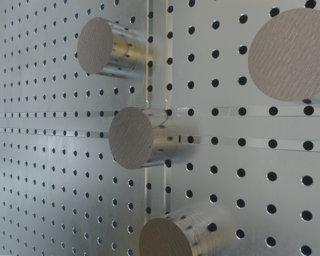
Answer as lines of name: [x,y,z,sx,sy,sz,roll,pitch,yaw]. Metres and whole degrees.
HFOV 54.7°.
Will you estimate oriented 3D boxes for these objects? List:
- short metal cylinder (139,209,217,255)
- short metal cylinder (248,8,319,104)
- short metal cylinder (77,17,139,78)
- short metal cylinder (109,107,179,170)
short metal cylinder: [0.021,0.144,0.376,0.080,0.050,0.079,0,90,40]
short metal cylinder: [0.130,-0.063,0.286,0.080,0.050,0.079,0,90,40]
short metal cylinder: [-0.077,-0.116,0.457,0.080,0.050,0.079,0,90,40]
short metal cylinder: [-0.022,0.013,0.411,0.080,0.050,0.079,0,90,40]
